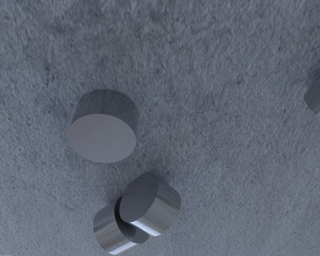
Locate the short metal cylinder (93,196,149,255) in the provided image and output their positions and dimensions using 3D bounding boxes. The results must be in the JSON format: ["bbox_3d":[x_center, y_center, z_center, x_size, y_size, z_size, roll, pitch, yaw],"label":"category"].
[{"bbox_3d":[-0.061,0.158,0.505,0.050,0.080,0.080,-35,122,26],"label":"short metal cylinder"}]

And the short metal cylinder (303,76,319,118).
[{"bbox_3d":[0.212,-0.034,0.346,0.081,0.080,0.050,17,128,-15],"label":"short metal cylinder"}]

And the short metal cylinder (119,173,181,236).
[{"bbox_3d":[-0.015,0.115,0.469,0.080,0.080,0.050,-35,122,25],"label":"short metal cylinder"}]

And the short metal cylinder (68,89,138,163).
[{"bbox_3d":[-0.069,-0.002,0.388,0.081,0.050,0.079,0,130,0],"label":"short metal cylinder"}]
